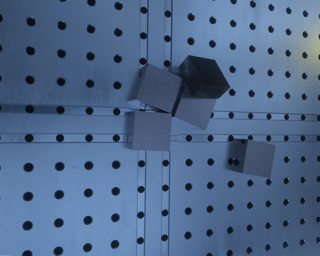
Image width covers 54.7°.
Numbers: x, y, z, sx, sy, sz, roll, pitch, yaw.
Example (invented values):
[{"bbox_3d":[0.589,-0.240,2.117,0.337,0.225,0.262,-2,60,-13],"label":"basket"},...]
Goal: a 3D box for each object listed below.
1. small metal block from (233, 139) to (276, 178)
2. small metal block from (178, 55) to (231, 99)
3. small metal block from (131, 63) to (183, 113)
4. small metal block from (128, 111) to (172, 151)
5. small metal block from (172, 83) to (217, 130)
[{"bbox_3d":[0.142,0.045,0.467,0.050,0.025,0.050,12,86,-20],"label":"small metal block"},{"bbox_3d":[0.059,-0.068,0.417,0.050,0.025,0.050,-1,57,-38],"label":"small metal block"},{"bbox_3d":[-0.004,-0.051,0.412,0.050,0.025,0.050,21,83,-19],"label":"small metal block"},{"bbox_3d":[-0.014,0.004,0.409,0.050,0.025,0.050,4,89,-20],"label":"small metal block"},{"bbox_3d":[0.045,-0.029,0.430,0.050,0.025,0.050,22,83,-19],"label":"small metal block"}]
